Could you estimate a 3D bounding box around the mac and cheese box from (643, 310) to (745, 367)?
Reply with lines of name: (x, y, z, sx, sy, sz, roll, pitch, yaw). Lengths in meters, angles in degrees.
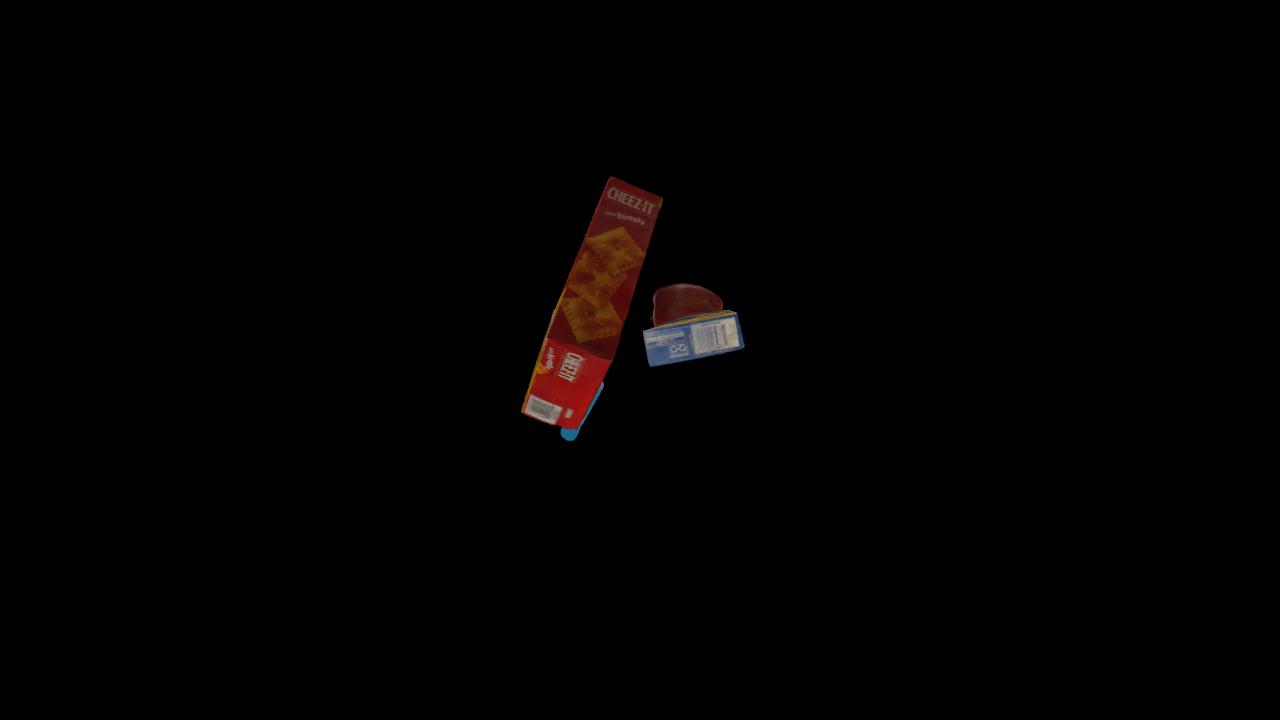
mac and cheese box: (0.059, -0.027, 0.660, 0.093, 0.041, 0.184, -12, 4, 7)

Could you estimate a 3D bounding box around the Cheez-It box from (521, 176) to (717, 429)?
Cheez-It box: (-0.050, -0.057, 0.658, 0.071, 0.223, 0.166, 21, -34, -7)

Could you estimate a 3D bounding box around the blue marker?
blue marker: (-0.066, 0.056, 0.712, 0.020, 0.020, 0.121, 0, 26, 13)

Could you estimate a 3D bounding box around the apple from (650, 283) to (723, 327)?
apple: (0.057, -0.058, 0.769, 0.093, 0.079, 0.079, -1, 0, 14)
